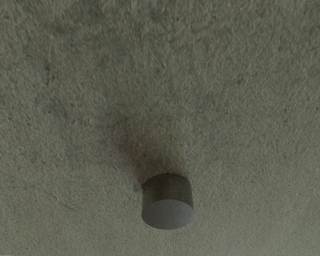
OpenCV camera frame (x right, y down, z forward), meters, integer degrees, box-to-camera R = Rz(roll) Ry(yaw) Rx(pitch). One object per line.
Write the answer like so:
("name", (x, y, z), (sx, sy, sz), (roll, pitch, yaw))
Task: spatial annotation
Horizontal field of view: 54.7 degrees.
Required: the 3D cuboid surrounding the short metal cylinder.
("short metal cylinder", (0.012, 0.117, 0.491), (0.081, 0.050, 0.079), (0, 130, 0))
